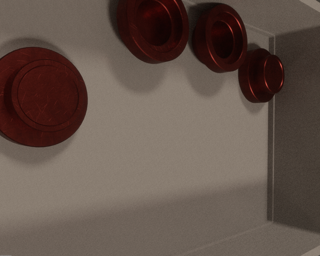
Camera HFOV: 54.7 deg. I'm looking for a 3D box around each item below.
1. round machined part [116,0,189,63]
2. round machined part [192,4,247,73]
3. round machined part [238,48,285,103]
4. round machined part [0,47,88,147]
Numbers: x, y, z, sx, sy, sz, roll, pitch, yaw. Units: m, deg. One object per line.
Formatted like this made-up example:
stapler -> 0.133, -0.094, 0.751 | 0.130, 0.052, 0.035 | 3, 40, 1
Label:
round machined part -> -0.013, -0.129, 0.386 | 0.099, 0.042, 0.097 | 0, 90, -40
round machined part -> 0.087, -0.132, 0.470 | 0.099, 0.042, 0.097 | 0, 90, -40
round machined part -> 0.187, -0.094, 0.556 | 0.099, 0.042, 0.097 | 0, 90, -40
round machined part -> -0.115, -0.030, 0.300 | 0.099, 0.042, 0.097 | 0, 90, -40
